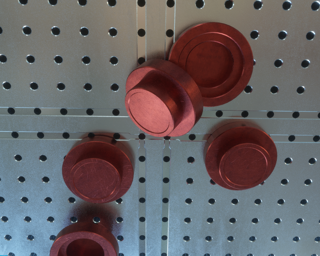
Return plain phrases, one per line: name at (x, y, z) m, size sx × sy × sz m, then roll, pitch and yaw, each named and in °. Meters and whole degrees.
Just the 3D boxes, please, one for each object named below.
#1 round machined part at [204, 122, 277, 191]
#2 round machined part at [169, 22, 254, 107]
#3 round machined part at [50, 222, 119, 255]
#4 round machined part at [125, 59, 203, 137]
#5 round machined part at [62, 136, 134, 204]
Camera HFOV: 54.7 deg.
round machined part at (0.111, 0.044, 0.422) m, size 0.099 × 0.042 × 0.097 m, roll 0°, pitch 110°, yaw -1°
round machined part at (0.059, -0.078, 0.377) m, size 0.099 × 0.042 × 0.097 m, roll 0°, pitch 110°, yaw -1°
round machined part at (-0.111, 0.183, 0.470) m, size 0.099 × 0.042 × 0.097 m, roll 0°, pitch 110°, yaw -1°
round machined part at (-0.002, -0.028, 0.367) m, size 0.098 × 0.042 × 0.097 m, roll 24°, pitch 138°, yaw 23°
round machined part at (-0.086, 0.063, 0.427) m, size 0.099 × 0.042 × 0.097 m, roll 0°, pitch 110°, yaw -1°
